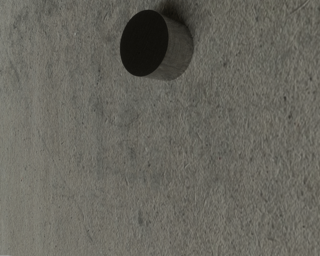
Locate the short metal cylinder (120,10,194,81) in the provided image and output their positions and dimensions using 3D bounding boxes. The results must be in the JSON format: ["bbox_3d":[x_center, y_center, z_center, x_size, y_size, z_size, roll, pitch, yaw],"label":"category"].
[{"bbox_3d":[-0.005,-0.102,0.394,0.080,0.050,0.080,0,90,40],"label":"short metal cylinder"}]
